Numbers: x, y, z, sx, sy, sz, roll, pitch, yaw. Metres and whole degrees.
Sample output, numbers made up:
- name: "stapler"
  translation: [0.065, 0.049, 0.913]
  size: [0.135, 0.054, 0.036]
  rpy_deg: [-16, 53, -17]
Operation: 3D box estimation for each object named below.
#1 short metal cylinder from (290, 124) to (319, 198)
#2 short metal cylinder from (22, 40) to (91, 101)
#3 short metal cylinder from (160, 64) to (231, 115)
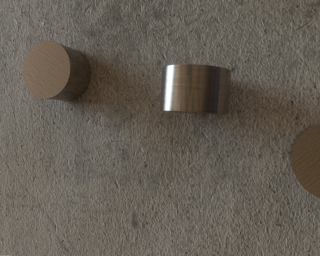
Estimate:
- name: "short metal cylinder"
  translation: [0.183, 0.034, 0.331]
  size: [0.080, 0.050, 0.080]
  rpy_deg: [0, 90, 20]
- name: "short metal cylinder"
  translation: [-0.148, -0.080, 0.448]
  size: [0.080, 0.050, 0.080]
  rpy_deg: [0, 90, 20]
- name: "short metal cylinder"
  translation: [0.041, -0.043, 0.365]
  size: [0.080, 0.080, 0.050]
  rpy_deg: [4, 92, 20]
